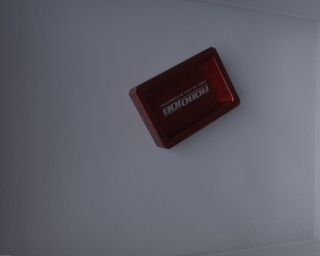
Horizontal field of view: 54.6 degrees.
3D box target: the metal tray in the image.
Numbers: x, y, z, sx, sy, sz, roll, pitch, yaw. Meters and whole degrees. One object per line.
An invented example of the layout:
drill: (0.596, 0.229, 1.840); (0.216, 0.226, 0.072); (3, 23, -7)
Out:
metal tray: (0.036, -0.041, 0.420); (0.131, 0.030, 0.090); (-31, 100, -17)
